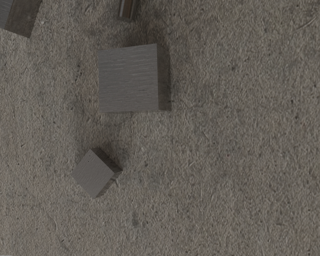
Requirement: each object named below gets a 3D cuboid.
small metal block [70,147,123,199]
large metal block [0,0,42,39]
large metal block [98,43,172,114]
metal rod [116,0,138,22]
[{"bbox_3d":[-0.090,0.064,0.441,0.050,0.025,0.050,42,103,15],"label":"small metal block"},{"bbox_3d":[-0.238,-0.195,0.479,0.080,0.050,0.080,24,98,18],"label":"large metal block"},{"bbox_3d":[-0.032,-0.061,0.407,0.080,0.050,0.080,-2,90,20],"label":"large metal block"},{"bbox_3d":[-0.021,-0.295,0.416,0.025,0.025,0.298,12,94,19],"label":"metal rod"}]
